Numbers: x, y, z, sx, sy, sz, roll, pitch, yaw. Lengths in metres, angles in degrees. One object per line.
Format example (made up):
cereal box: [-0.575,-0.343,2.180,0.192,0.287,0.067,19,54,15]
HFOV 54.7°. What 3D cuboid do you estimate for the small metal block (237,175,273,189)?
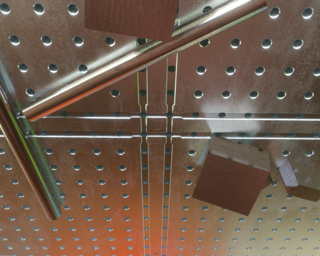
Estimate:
small metal block: [0.136,0.078,0.479,0.050,0.025,0.050,31,124,-24]

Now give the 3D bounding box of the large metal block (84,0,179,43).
large metal block: [-0.023,-0.132,0.282,0.081,0.050,0.079,8,130,-7]

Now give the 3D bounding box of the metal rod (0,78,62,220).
metal rod: [-0.193,0.036,0.440,0.025,0.025,0.298,-3,130,2]

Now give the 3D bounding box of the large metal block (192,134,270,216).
large metal block: [0.097,0.065,0.430,0.080,0.050,0.079,18,121,6]

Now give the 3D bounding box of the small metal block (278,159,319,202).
small metal block: [0.212,0.078,0.464,0.050,0.050,0.025,16,128,-14]

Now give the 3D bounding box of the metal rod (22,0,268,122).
metal rod: [-0.032,-0.074,0.348,0.300,0.025,0.025,-22,127,17]
